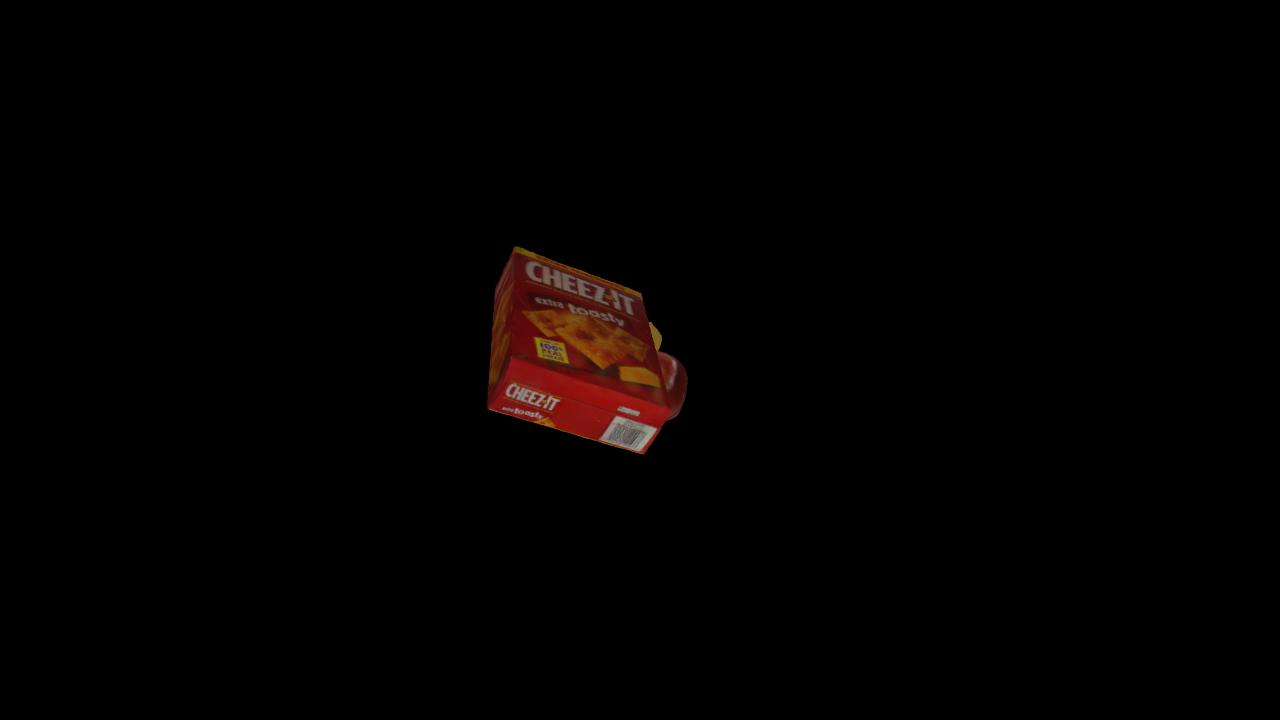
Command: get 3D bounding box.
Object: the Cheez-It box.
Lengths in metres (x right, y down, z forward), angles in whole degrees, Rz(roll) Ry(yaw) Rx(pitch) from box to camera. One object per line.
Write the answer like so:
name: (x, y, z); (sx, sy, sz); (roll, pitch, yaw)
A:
Cheez-It box: (-0.067, -0.018, 0.645); (0.166, 0.071, 0.223); (19, 30, -22)

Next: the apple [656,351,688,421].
apple: (0.015, 0.032, 0.698); (0.079, 0.079, 0.093); (0, -33, 9)

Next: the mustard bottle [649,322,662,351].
mustard bottle: (-0.017, -0.008, 0.763); (0.054, 0.092, 0.184); (42, 26, 5)
